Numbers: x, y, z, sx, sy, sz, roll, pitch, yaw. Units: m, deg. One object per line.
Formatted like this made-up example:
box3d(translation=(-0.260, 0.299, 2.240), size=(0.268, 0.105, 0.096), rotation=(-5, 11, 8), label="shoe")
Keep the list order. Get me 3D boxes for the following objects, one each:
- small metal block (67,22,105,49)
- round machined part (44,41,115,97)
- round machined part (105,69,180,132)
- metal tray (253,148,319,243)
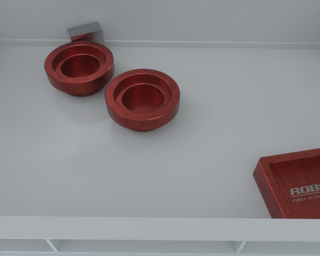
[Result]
box3d(translation=(-0.119, -0.139, 0.504), size=(0.050, 0.050, 0.025), rotation=(-19, 53, -16), label="small metal block")
box3d(translation=(-0.117, -0.084, 0.463), size=(0.099, 0.042, 0.098), rotation=(0, 50, 0), label="round machined part")
box3d(translation=(-0.023, -0.033, 0.422), size=(0.099, 0.042, 0.098), rotation=(0, 50, 0), label="round machined part")
box3d(translation=(0.183, 0.068, 0.346), size=(0.131, 0.030, 0.090), rotation=(-8, 51, -7), label="metal tray")
